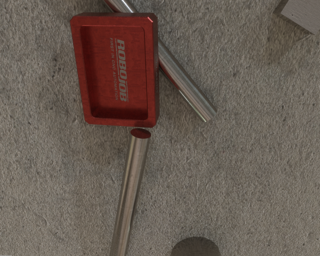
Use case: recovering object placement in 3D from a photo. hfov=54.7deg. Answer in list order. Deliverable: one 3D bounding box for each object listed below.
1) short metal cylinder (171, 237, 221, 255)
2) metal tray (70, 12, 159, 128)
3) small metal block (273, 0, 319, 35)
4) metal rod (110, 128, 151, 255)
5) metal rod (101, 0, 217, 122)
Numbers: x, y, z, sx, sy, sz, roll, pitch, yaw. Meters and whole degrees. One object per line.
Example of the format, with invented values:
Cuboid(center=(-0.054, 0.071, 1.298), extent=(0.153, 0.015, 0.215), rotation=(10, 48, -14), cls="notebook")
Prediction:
Cuboid(center=(0.057, 0.217, 0.477), extent=(0.081, 0.050, 0.079), rotation=(0, 110, -1), cls="short metal cylinder")
Cuboid(center=(-0.048, -0.066, 0.364), extent=(0.090, 0.030, 0.129), rotation=(3, 119, 8), cls="metal tray")
Cuboid(center=(0.171, -0.144, 0.359), extent=(0.050, 0.025, 0.050), rotation=(27, 108, -10), cls="small metal block")
Cuboid(center=(-0.051, 0.135, 0.438), extent=(0.025, 0.025, 0.298), rotation=(10, 117, -4), cls="metal rod")
Cuboid(center=(-0.031, -0.124, 0.363), extent=(0.025, 0.025, 0.300), rotation=(-38, 106, 12), cls="metal rod")
